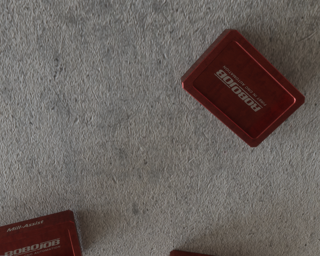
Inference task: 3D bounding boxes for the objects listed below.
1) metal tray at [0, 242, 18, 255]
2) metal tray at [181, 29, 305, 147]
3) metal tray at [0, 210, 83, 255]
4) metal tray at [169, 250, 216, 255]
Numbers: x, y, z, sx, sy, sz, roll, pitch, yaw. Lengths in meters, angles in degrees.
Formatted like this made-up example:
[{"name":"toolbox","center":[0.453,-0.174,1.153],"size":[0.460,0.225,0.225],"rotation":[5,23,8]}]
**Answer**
[{"name":"metal tray","center":[-0.286,0.236,0.492],"size":[0.091,0.030,0.129],"rotation":[16,109,-6]},{"name":"metal tray","center":[0.103,-0.048,0.390],"size":[0.130,0.030,0.090],"rotation":[39,105,-13]},{"name":"metal tray","center":[-0.185,0.179,0.451],"size":[0.131,0.030,0.089],"rotation":[-11,111,-15]},{"name":"metal tray","center":[0.073,0.250,0.499],"size":[0.131,0.030,0.089],"rotation":[10,110,-4]}]
